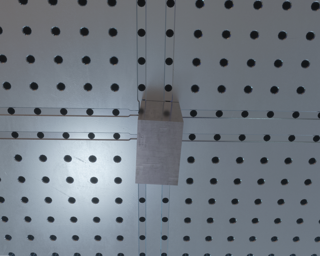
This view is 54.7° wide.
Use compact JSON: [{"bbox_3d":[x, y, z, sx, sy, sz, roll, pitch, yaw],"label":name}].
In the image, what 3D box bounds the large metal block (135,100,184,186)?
[{"bbox_3d":[-0.002,0.016,0.389,0.050,0.080,0.079,3,110,-2],"label":"large metal block"}]
